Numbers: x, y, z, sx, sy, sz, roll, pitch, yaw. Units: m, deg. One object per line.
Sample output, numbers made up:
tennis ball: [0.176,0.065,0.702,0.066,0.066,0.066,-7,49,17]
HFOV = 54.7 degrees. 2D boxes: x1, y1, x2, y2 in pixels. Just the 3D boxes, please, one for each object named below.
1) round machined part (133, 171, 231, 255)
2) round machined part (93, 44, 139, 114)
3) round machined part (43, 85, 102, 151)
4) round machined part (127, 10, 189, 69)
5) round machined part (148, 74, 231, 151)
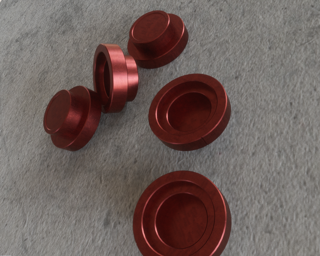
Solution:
round machined part: [0.025,0.097,0.319,0.098,0.042,0.098,-13,56,20]
round machined part: [-0.063,-0.071,0.445,0.042,0.097,0.098,-6,47,-26]
round machined part: [-0.134,-0.018,0.455,0.098,0.042,0.098,-18,61,36]
round machined part: [-0.009,-0.144,0.485,0.098,0.042,0.098,-13,56,20]
round machined part: [0.039,-0.015,0.381,0.098,0.042,0.098,-13,56,20]
